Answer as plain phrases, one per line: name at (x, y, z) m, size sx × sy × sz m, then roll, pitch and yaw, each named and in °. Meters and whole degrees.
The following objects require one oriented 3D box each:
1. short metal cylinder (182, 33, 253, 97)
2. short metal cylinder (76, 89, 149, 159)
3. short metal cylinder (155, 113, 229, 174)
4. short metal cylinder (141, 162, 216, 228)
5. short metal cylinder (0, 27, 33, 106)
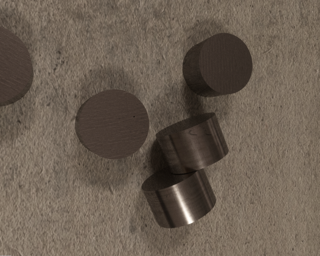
short metal cylinder at (0.078, -0.084, 0.426) m, size 0.081 × 0.050 × 0.079 m, roll 0°, pitch 90°, yaw -21°
short metal cylinder at (-0.059, -0.004, 0.375) m, size 0.081 × 0.050 × 0.079 m, roll 0°, pitch 90°, yaw -21°
short metal cylinder at (0.041, 0.018, 0.396) m, size 0.081 × 0.080 × 0.050 m, roll -24°, pitch 98°, yaw -19°
short metal cylinder at (0.024, 0.081, 0.390) m, size 0.081 × 0.080 × 0.050 m, roll -26°, pitch 99°, yaw -18°
short metal cylinder at (-0.179, -0.064, 0.329) m, size 0.081 × 0.050 × 0.079 m, roll 0°, pitch 90°, yaw -21°
